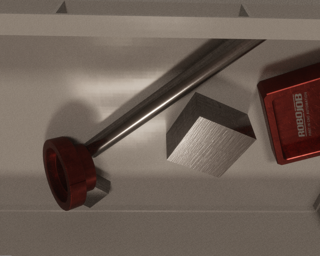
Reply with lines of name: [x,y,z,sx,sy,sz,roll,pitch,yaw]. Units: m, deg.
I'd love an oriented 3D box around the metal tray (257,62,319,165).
metal tray: [0.184,-0.014,0.396,0.090,0.030,0.130,-17,129,13]

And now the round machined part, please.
round machined part: [-0.121,0.059,0.421,0.042,0.098,0.097,-15,140,-36]

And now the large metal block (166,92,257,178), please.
large metal block: [0.063,0.011,0.403,0.080,0.050,0.079,21,127,-17]

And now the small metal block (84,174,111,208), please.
small metal block: [-0.115,0.095,0.489,0.050,0.025,0.050,35,122,-27]

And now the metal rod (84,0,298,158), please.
metal rod: [0.017,-0.045,0.371,0.299,0.025,0.025,-33,123,25]
